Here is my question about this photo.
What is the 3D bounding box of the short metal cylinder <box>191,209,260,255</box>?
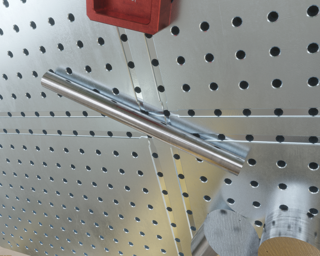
[{"bbox_3d":[0.089,0.161,0.428,0.080,0.080,0.050,29,128,10],"label":"short metal cylinder"}]

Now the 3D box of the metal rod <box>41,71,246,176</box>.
[{"bbox_3d":[-0.032,-0.011,0.421,0.301,0.025,0.025,24,127,13],"label":"metal rod"}]

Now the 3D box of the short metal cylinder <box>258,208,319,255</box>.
[{"bbox_3d":[0.172,0.151,0.398,0.080,0.050,0.079,13,124,21],"label":"short metal cylinder"}]

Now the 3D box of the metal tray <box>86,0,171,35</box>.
[{"bbox_3d":[-0.032,-0.171,0.318,0.090,0.030,0.129,18,126,17],"label":"metal tray"}]
